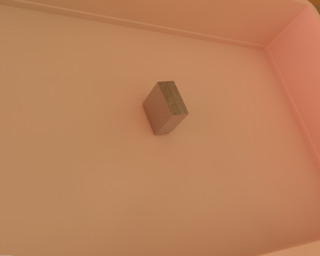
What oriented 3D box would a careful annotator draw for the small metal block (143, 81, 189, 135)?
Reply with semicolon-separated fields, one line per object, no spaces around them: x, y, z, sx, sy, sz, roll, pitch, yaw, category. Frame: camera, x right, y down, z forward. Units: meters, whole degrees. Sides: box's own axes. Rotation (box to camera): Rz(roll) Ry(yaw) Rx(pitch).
0.006;-0.026;0.404;0.025;0.050;0.050;-9;66;-32;small metal block
